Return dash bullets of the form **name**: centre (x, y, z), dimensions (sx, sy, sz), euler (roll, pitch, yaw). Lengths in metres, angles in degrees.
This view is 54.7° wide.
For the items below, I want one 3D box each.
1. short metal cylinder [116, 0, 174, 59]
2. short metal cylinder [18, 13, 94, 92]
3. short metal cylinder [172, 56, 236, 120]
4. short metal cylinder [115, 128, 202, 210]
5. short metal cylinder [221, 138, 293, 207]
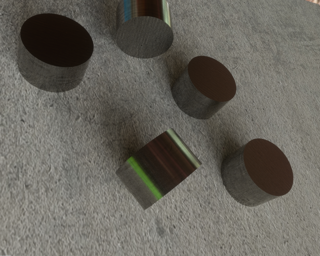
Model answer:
- **short metal cylinder**: centre (-0.023, -0.146, 0.445), dimensions (0.081, 0.080, 0.050), euler (10, 58, -23)
- **short metal cylinder**: centre (-0.127, -0.090, 0.375), dimensions (0.081, 0.050, 0.080), euler (14, 56, -21)
- **short metal cylinder**: centre (0.064, -0.059, 0.458), dimensions (0.081, 0.050, 0.080), euler (14, 56, -21)
- **short metal cylinder**: centre (-0.001, 0.045, 0.341), dimensions (0.081, 0.080, 0.050), euler (-33, 80, -38)
- **short metal cylinder**: centre (0.131, 0.061, 0.421), dimensions (0.081, 0.050, 0.080), euler (14, 56, -21)
